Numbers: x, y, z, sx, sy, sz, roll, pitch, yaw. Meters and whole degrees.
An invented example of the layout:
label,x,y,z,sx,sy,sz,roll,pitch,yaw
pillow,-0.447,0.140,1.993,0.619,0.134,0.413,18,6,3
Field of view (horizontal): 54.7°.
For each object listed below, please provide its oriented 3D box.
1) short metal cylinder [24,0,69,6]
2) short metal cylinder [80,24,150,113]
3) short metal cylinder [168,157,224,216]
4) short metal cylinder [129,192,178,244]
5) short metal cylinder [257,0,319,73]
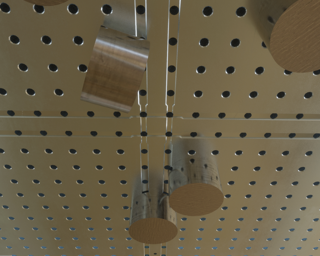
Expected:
label,x,y,z,sx,sy,sz,roll,pitch,yaw
short metal cylinder,-0.098,-0.153,0.264,0.081,0.050,0.079,0,130,0
short metal cylinder,-0.047,-0.060,0.324,0.050,0.080,0.079,16,128,-13
short metal cylinder,0.053,0.090,0.472,0.081,0.050,0.079,0,130,0
short metal cylinder,-0.011,0.154,0.526,0.081,0.050,0.079,0,130,0
short metal cylinder,0.144,-0.103,0.309,0.081,0.050,0.079,0,130,0
